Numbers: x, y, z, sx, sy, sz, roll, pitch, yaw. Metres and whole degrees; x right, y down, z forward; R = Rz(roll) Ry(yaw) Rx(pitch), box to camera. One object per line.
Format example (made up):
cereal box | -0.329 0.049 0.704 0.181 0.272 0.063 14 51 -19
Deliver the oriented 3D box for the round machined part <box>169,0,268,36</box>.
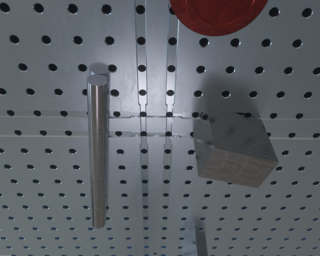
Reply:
round machined part | 0.057 -0.132 0.289 0.099 0.042 0.097 0 130 0

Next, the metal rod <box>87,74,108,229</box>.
metal rod | -0.091 0.056 0.458 0.025 0.025 0.298 5 130 -5

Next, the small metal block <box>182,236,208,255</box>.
small metal block | 0.068 0.249 0.608 0.025 0.050 0.050 25 126 -20

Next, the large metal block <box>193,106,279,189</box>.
large metal block | 0.092 0.023 0.397 0.081 0.080 0.050 13 129 -11
